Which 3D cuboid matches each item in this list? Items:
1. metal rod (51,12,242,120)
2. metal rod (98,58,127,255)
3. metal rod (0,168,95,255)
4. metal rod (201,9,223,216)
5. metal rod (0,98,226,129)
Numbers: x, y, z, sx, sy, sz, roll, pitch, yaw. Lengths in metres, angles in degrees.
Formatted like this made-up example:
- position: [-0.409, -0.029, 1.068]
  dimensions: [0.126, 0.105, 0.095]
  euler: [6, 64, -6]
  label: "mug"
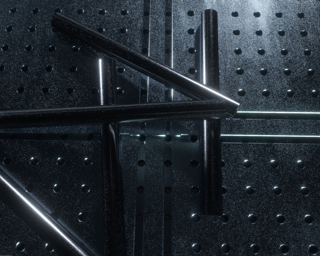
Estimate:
- position: [-0.030, -0.092, 0.429]
  dimensions: [0.301, 0.025, 0.025]
  euler: [29, 72, 16]
  label: "metal rod"
- position: [-0.062, 0.046, 0.394]
  dimensions: [0.025, 0.025, 0.299]
  euler: [-5, 70, -2]
  label: "metal rod"
- position: [-0.188, 0.076, 0.381]
  dimensions: [0.300, 0.025, 0.025]
  euler: [37, 74, 12]
  label: "metal rod"
- position: [0.070, -0.034, 0.425]
  dimensions: [0.025, 0.025, 0.299]
  euler: [2, 70, 0]
  label: "metal rod"
- position: [-0.072, -0.017, 0.389]
  dimensions: [0.301, 0.025, 0.025]
  euler: [-2, 70, 9]
  label: "metal rod"
